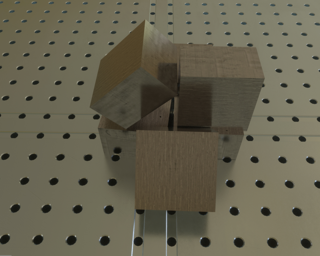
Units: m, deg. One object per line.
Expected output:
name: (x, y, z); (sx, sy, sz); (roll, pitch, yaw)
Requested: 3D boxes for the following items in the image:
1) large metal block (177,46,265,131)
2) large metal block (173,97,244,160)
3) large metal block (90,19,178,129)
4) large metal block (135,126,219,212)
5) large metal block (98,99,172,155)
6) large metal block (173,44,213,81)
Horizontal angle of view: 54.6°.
large metal block: (0.061, -0.042, 0.343); (0.080, 0.080, 0.050); (1, 50, 1)
large metal block: (0.058, -0.008, 0.398); (0.080, 0.050, 0.080); (2, 50, 2)
large metal block: (-0.027, -0.058, 0.345); (0.080, 0.050, 0.080); (-31, 40, 33)
large metal block: (0.017, 0.041, 0.331); (0.080, 0.050, 0.080); (2, 95, 1)
large metal block: (-0.027, -0.011, 0.401); (0.080, 0.050, 0.080); (5, 50, 4)
large metal block: (0.027, -0.081, 0.431); (0.080, 0.080, 0.050); (2, 89, 1)
